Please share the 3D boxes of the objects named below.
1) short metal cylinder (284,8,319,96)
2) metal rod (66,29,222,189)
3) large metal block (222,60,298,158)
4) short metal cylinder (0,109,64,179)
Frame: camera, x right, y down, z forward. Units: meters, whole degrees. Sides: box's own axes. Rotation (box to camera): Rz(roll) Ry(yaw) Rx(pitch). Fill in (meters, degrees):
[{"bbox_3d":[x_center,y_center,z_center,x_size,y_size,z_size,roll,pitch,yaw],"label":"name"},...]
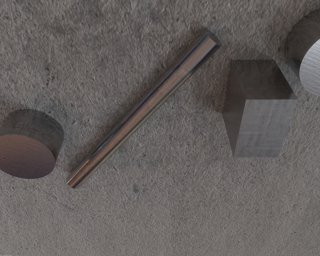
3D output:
[{"bbox_3d":[0.180,-0.080,0.326,0.081,0.050,0.079,0,130,0],"label":"short metal cylinder"},{"bbox_3d":[-0.038,-0.007,0.400,0.025,0.025,0.299,32,123,-24],"label":"metal rod"},{"bbox_3d":[0.108,-0.023,0.353,0.050,0.080,0.079,0,130,0],"label":"large metal block"},{"bbox_3d":[-0.173,0.022,0.407,0.081,0.050,0.079,0,130,0],"label":"short metal cylinder"}]
